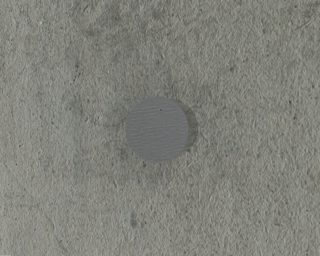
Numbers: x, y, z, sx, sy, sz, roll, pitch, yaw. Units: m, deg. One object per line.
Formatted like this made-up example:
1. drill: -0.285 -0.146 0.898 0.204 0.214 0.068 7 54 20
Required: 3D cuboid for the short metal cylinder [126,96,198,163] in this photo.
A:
1. short metal cylinder: 0.004 0.002 0.395 0.080 0.050 0.079 0 90 19
